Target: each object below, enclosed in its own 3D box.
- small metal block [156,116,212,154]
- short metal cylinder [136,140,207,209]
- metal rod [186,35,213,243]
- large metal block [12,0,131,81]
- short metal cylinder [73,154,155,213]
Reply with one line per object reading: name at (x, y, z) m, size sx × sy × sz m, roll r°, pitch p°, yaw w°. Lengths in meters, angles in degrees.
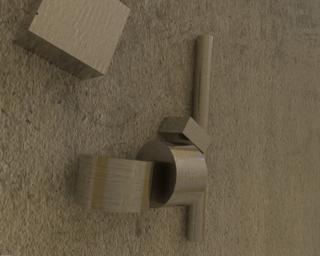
small metal block at (0.033, 0.010, 0.418) m, size 0.050 × 0.050 × 0.025 m, roll 42°, pitch 65°, yaw -32°
short metal cylinder at (0.011, 0.056, 0.380) m, size 0.050 × 0.080 × 0.080 m, roll 8°, pitch 85°, yaw -40°
metal rod at (0.059, 0.013, 0.456) m, size 0.025 × 0.025 × 0.298 m, roll 5°, pitch 87°, yaw -40°
large metal block at (-0.088, -0.105, 0.316) m, size 0.080 × 0.050 × 0.080 m, roll 29°, pitch 72°, yaw -37°
short metal cylinder at (-0.048, 0.057, 0.331) m, size 0.081 × 0.080 × 0.050 m, roll 11°, pitch 83°, yaw -40°
